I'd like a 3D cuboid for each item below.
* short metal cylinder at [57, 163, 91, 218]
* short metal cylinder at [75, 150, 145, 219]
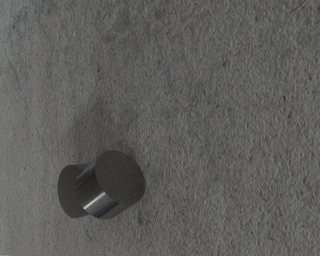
[{"bbox_3d":[-0.116,0.095,0.484,0.080,0.050,0.080,0,90,40],"label":"short metal cylinder"},{"bbox_3d":[-0.067,0.077,0.425,0.050,0.081,0.080,-40,66,33],"label":"short metal cylinder"}]
